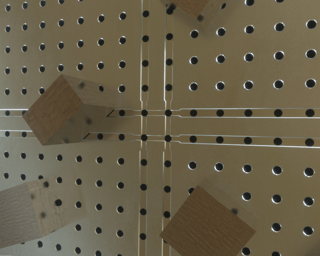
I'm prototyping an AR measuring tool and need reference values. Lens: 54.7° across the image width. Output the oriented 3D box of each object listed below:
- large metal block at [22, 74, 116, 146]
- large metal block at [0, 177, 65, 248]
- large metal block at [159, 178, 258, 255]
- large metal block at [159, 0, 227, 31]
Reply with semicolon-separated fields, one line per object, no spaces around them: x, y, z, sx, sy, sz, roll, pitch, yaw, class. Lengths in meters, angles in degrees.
-0.122;-0.022;0.425;0.080;0.080;0.050;-42;77;15;large metal block
-0.203;0.127;0.469;0.080;0.050;0.080;-20;84;18;large metal block
0.060;0.121;0.378;0.080;0.050;0.080;38;102;15;large metal block
0.044;-0.182;0.383;0.080;0.050;0.080;39;102;15;large metal block
